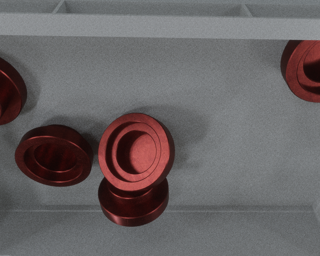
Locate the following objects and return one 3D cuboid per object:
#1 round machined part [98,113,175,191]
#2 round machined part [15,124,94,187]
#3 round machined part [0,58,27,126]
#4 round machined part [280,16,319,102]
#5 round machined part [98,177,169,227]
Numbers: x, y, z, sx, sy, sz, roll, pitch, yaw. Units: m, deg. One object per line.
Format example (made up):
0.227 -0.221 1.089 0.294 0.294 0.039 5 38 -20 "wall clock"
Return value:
-0.027 0.032 0.401 0.098 0.098 0.042 -21 163 16 "round machined part"
-0.141 0.034 0.424 0.099 0.042 0.097 -1 130 0 "round machined part"
-0.213 -0.039 0.362 0.099 0.042 0.097 -1 130 0 "round machined part"
0.180 -0.079 0.334 0.099 0.042 0.097 -1 130 0 "round machined part"
-0.037 0.083 0.432 0.099 0.098 0.042 -2 130 1 "round machined part"
